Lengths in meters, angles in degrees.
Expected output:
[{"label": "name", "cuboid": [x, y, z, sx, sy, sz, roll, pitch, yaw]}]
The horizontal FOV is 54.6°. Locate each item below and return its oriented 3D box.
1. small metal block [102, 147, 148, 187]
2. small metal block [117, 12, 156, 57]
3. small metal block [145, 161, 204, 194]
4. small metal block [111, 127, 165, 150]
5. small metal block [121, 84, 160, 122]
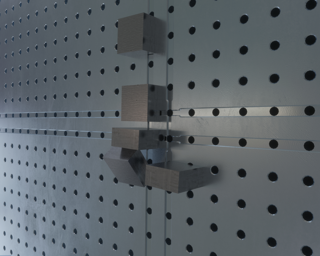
[{"label": "small metal block", "cuboid": [-0.044, 0.052, 0.430, 0.050, 0.025, 0.050, 2, 131, 40]}, {"label": "small metal block", "cuboid": [-0.034, -0.130, 0.438, 0.050, 0.025, 0.050, 3, 92, 40]}, {"label": "small metal block", "cuboid": [0.018, 0.059, 0.379, 0.050, 0.050, 0.025, 6, 94, 40]}, {"label": "small metal block", "cuboid": [-0.029, 0.013, 0.418, 0.050, 0.050, 0.025, 5, 93, 40]}, {"label": "small metal block", "cuboid": [-0.027, -0.034, 0.433, 0.050, 0.025, 0.050, 2, 91, 40]}]
